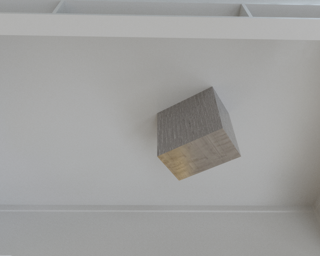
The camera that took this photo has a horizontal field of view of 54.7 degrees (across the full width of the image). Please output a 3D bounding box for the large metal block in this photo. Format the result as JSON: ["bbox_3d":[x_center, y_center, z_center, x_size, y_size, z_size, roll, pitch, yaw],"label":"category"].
[{"bbox_3d":[0.044,0.006,0.379,0.080,0.080,0.050,-25,126,19],"label":"large metal block"}]
